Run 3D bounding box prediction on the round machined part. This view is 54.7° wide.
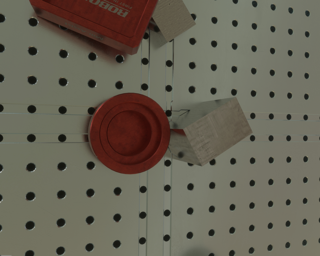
[{"bbox_3d":[-0.040,0.006,0.388,0.099,0.042,0.097,0,90,-19],"label":"round machined part"}]

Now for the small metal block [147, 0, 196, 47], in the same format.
[{"bbox_3d":[0.012,-0.146,0.416,0.050,0.025,0.050,-36,102,-16],"label":"small metal block"}]

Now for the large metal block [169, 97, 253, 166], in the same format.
[{"bbox_3d":[0.057,0.003,0.404,0.080,0.080,0.050,-31,100,-17],"label":"large metal block"}]

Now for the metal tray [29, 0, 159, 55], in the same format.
[{"bbox_3d":[-0.073,-0.154,0.368,0.131,0.030,0.090,22,83,-7],"label":"metal tray"}]
